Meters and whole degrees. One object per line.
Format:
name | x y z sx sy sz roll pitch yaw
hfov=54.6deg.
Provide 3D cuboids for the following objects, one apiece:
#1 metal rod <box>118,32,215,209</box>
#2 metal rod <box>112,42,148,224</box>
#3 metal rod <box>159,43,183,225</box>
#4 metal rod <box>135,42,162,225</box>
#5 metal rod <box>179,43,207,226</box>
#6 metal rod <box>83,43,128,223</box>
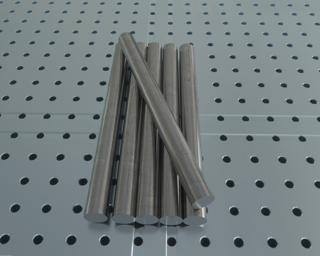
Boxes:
metal rod | -0.005 -0.033 0.403 0.025 0.025 0.300 -15 52 -12
metal rod | -0.035 -0.019 0.422 0.025 0.025 0.300 1 50 1
metal rod | 0.015 -0.017 0.423 0.025 0.025 0.300 1 50 1
metal rod | -0.011 -0.018 0.422 0.025 0.025 0.300 1 50 1
metal rod | 0.041 -0.017 0.423 0.025 0.025 0.300 1 50 1
metal rod | -0.065 -0.020 0.423 0.025 0.025 0.300 1 50 1
